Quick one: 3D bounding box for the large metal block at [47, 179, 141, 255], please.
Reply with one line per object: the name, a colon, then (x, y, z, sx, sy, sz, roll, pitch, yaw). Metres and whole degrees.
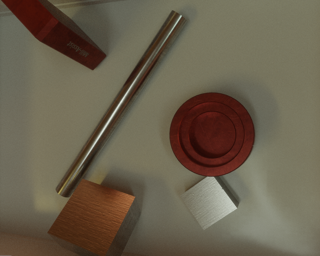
large metal block: (-0.081, 0.123, 0.403, 0.080, 0.050, 0.080, 15, 53, 19)

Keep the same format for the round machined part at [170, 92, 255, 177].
round machined part: (0.065, 0.009, 0.376, 0.098, 0.042, 0.097, -1, 85, 19)

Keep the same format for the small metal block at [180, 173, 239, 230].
small metal block: (0.062, 0.090, 0.388, 0.050, 0.025, 0.050, -39, 78, 15)

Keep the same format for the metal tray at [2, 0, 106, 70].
metal tray: (-0.132, -0.129, 0.398, 0.030, 0.130, 0.090, -46, 76, 7)

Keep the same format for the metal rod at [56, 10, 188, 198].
metal rod: (-0.059, -0.025, 0.430, 0.025, 0.025, 0.299, 38, 102, 15)
